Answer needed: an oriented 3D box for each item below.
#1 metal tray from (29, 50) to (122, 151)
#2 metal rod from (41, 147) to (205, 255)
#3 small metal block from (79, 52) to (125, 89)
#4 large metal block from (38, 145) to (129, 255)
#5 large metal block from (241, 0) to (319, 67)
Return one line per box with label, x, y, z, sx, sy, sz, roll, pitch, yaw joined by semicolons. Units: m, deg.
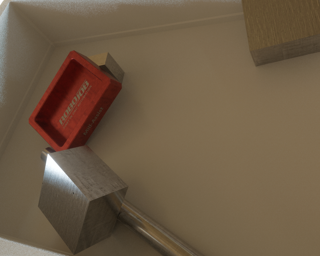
metal tray;-0.126;-0.035;0.451;0.090;0.030;0.130;39;100;24
metal rod;-0.058;0.091;0.378;0.300;0.025;0.025;25;75;36
small metal block;-0.092;-0.090;0.491;0.050;0.050;0.025;-7;59;24
large metal block;-0.090;0.078;0.353;0.080;0.050;0.079;38;121;30
large metal block;0.148;-0.130;0.377;0.080;0.050;0.080;-10;75;22
